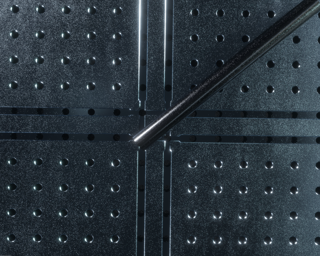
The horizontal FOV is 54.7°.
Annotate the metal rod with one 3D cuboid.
[{"bbox_3d":[0.088,-0.072,0.414,0.300,0.025,0.025,-39,91,-1],"label":"metal rod"}]
